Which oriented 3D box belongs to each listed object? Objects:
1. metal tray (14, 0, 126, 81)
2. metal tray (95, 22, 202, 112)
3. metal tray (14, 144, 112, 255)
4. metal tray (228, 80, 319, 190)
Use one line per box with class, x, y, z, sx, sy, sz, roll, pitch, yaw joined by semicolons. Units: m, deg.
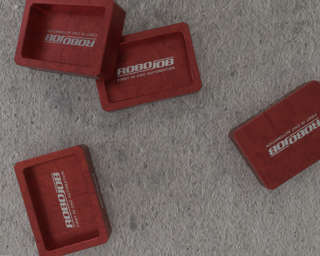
metal tray;-0.113;-0.112;0.382;0.130;0.030;0.089;11;90;22
metal tray;-0.019;-0.078;0.407;0.131;0.030;0.089;-13;90;0
metal tray;-0.125;0.095;0.406;0.090;0.030;0.129;-16;90;0
metal tray;0.170;0.009;0.409;0.130;0.030;0.090;-33;90;0
